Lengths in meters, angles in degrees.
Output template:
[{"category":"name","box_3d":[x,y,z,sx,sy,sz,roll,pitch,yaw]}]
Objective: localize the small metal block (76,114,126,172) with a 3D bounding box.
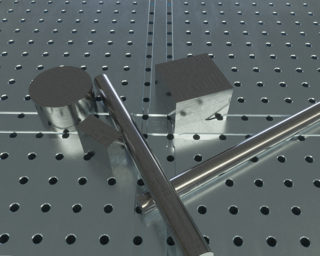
[{"category":"small metal block","box_3d":[-0.070,0.018,0.375,0.050,0.050,0.025,31,57,23]}]

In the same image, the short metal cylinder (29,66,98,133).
[{"category":"short metal cylinder","box_3d":[-0.130,-0.040,0.424,0.081,0.050,0.080,0,50,0]}]

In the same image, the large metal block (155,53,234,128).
[{"category":"large metal block","box_3d":[0.044,-0.054,0.437,0.081,0.050,0.080,-16,52,-13]}]

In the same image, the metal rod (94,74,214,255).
[{"category":"metal rod","box_3d":[-0.027,0.022,0.365,0.025,0.025,0.300,-19,45,-15]}]

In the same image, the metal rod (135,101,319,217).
[{"category":"metal rod","box_3d":[0.108,0.027,0.385,0.302,0.025,0.025,-24,54,-19]}]
